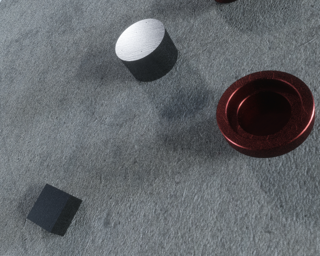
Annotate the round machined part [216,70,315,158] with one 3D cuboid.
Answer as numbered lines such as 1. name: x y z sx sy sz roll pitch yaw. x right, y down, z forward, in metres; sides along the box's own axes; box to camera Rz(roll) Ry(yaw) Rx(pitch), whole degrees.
1. round machined part: 0.115 -0.012 0.339 0.098 0.042 0.098 -13 56 20

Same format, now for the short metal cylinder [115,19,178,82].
1. short metal cylinder: -0.019 -0.117 0.468 0.080 0.050 0.080 -13 56 20

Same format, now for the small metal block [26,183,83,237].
1. small metal block: -0.139 0.107 0.409 0.050 0.025 0.050 14 69 33

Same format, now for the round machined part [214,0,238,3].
1. round machined part: 0.107 -0.234 0.479 0.098 0.042 0.098 -13 56 20
